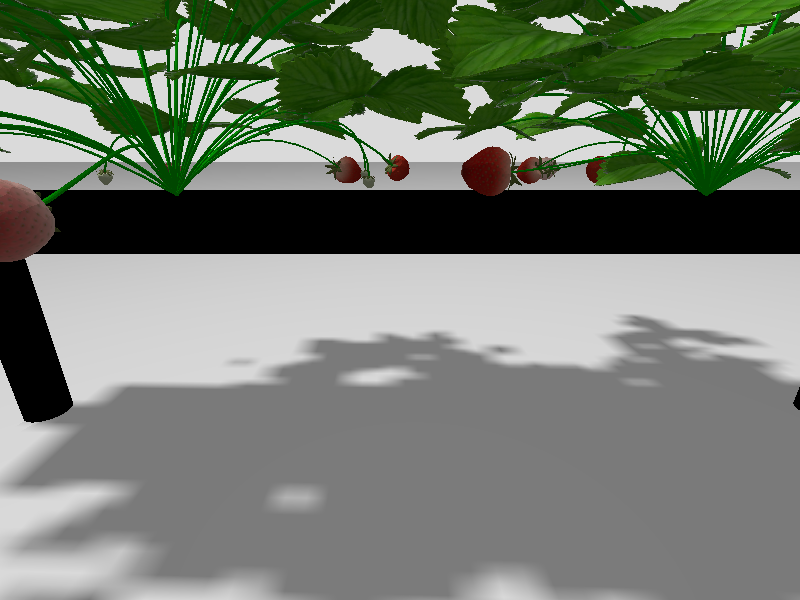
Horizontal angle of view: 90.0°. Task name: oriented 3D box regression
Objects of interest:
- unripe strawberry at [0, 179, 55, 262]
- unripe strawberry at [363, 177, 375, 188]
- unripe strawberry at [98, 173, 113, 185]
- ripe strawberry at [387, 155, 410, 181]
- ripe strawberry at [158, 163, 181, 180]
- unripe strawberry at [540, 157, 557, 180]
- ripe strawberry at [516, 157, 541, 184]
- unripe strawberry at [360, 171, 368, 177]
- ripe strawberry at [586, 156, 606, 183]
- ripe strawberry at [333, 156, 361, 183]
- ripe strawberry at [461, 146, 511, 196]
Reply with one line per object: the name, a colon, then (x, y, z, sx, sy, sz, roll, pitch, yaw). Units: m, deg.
unripe strawberry: (-0.135, -0.026, 0.134, 0.027, 0.028, 0.029, -5, 21, -13)
unripe strawberry: (-0.026, -0.098, 0.335, 0.010, 0.010, 0.009, 0, 20, 1)
unripe strawberry: (-0.341, -0.141, 0.463, 0.015, 0.015, 0.014, 40, 39, 26)
ripe strawberry: (-0.001, -0.162, 0.494, 0.029, 0.030, 0.026, 8, 10, -45)
ripe strawberry: (-0.257, -0.143, 0.451, 0.026, 0.023, 0.026, -11, 22, -27)
unripe strawberry: (0.187, -0.170, 0.518, 0.031, 0.028, 0.028, -7, 21, -19)
ripe strawberry: (0.146, -0.146, 0.454, 0.025, 0.028, 0.027, -17, 10, -39)
unripe strawberry: (-0.038, -0.138, 0.441, 0.010, 0.010, 0.009, -14, 25, -34)
ripe strawberry: (0.238, -0.157, 0.482, 0.030, 0.032, 0.033, -3, 20, -8)
ripe strawberry: (-0.057, -0.145, 0.450, 0.033, 0.028, 0.033, -2, 16, -44)
ripe strawberry: (0.075, -0.112, 0.349, 0.042, 0.041, 0.039, 1, 20, 5)
